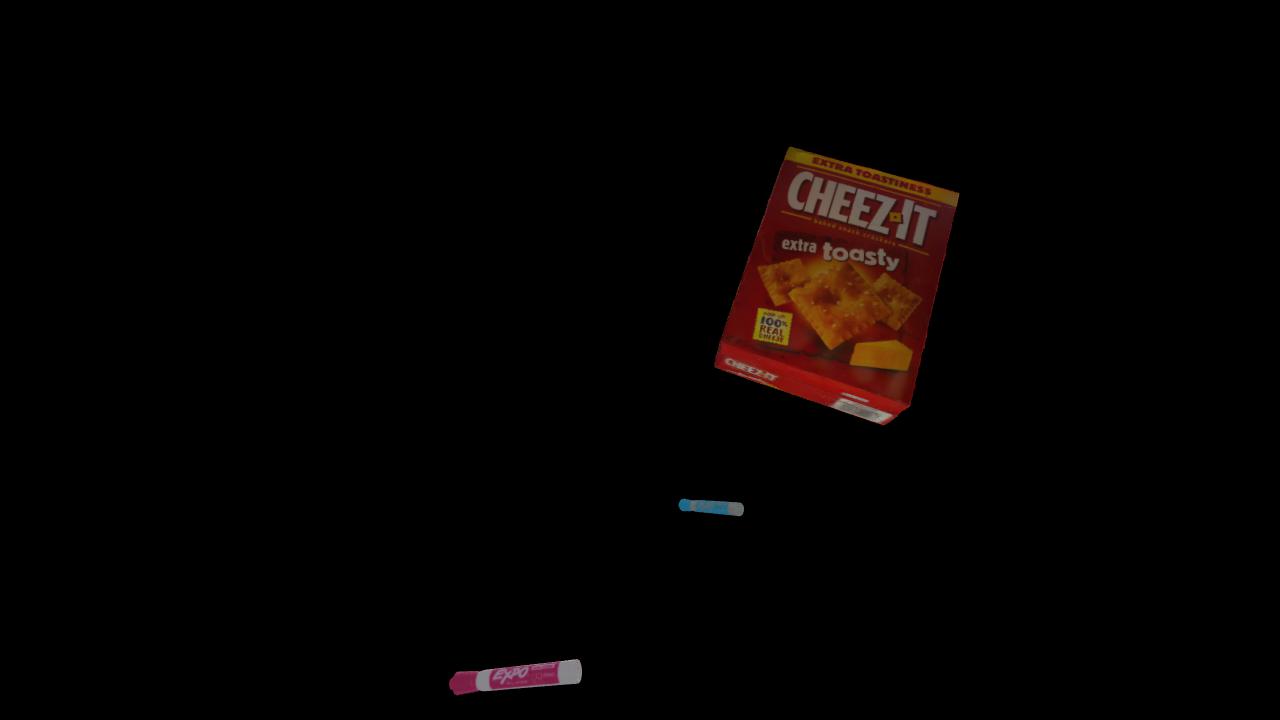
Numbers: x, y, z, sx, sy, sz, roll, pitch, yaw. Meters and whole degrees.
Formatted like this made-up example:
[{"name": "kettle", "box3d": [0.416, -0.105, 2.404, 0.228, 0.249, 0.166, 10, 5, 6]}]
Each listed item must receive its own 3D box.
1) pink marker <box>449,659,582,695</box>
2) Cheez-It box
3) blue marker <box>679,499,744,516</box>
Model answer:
[{"name": "pink marker", "box3d": [-0.110, 0.276, 0.535, 0.121, 0.020, 0.020, -11, -2, 12]}, {"name": "Cheez-It box", "box3d": [0.181, -0.073, 0.567, 0.166, 0.223, 0.071, 19, -19, 7]}, {"name": "blue marker", "box3d": [0.101, 0.216, 0.904, 0.020, 0.020, 0.121, 0, -7, -40]}]
